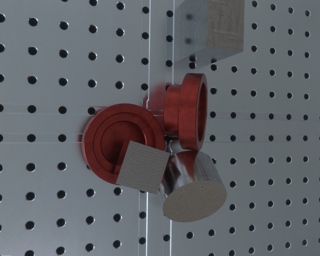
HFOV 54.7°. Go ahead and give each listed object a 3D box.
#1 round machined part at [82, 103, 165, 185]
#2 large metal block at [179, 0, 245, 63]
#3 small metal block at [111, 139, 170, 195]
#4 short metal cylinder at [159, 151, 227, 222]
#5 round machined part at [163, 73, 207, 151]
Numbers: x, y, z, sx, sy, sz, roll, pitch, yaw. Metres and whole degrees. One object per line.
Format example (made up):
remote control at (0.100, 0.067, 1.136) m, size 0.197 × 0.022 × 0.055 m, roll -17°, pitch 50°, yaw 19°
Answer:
round machined part at (-0.047, 0.019, 0.386) m, size 0.099 × 0.042 × 0.097 m, roll 0°, pitch 90°, yaw -20°
large metal block at (0.066, -0.134, 0.407) m, size 0.050 × 0.080 × 0.080 m, roll 2°, pitch 90°, yaw -20°
small metal block at (-0.022, 0.045, 0.360) m, size 0.050 × 0.025 × 0.050 m, roll 20°, pitch 84°, yaw -19°
short metal cylinder at (0.038, 0.075, 0.392) m, size 0.081 × 0.050 × 0.079 m, roll -8°, pitch 130°, yaw -9°
round machined part at (0.033, -0.021, 0.396) m, size 0.042 × 0.098 × 0.097 m, roll 4°, pitch 89°, yaw 15°
